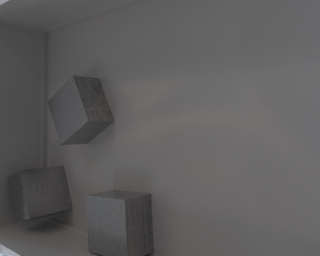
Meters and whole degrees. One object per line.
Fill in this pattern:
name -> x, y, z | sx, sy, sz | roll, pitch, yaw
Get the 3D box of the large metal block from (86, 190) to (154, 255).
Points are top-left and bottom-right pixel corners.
large metal block -> -0.057, 0.134, 0.438 | 0.080, 0.050, 0.080 | -5, 87, 40

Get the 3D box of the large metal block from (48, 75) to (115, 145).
large metal block -> -0.128, -0.027, 0.497 | 0.080, 0.050, 0.080 | -35, 69, 34

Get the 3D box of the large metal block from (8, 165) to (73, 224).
large metal block -> -0.210, 0.115, 0.545 | 0.050, 0.081, 0.080 | -26, 74, 37
